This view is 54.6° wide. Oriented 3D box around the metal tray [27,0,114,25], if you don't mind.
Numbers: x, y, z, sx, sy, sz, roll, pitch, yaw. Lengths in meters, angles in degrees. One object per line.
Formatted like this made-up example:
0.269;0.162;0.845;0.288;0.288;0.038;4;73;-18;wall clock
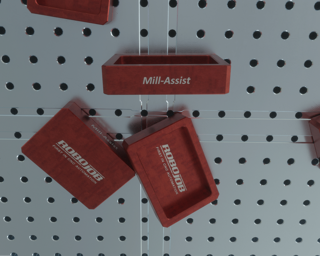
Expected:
-0.094;-0.187;0.340;0.090;0.030;0.129;9;110;-3;metal tray

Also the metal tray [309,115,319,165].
0.279;0.009;0.415;0.130;0.030;0.090;-21;109;7;metal tray

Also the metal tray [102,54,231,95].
0.007;-0.064;0.355;0.131;0.090;0.030;0;110;0;metal tray

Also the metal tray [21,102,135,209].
-0.107;0.040;0.425;0.090;0.030;0.130;-41;105;13;metal tray

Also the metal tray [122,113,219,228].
0.017;0.057;0.415;0.090;0.030;0.129;-27;109;-12;metal tray
